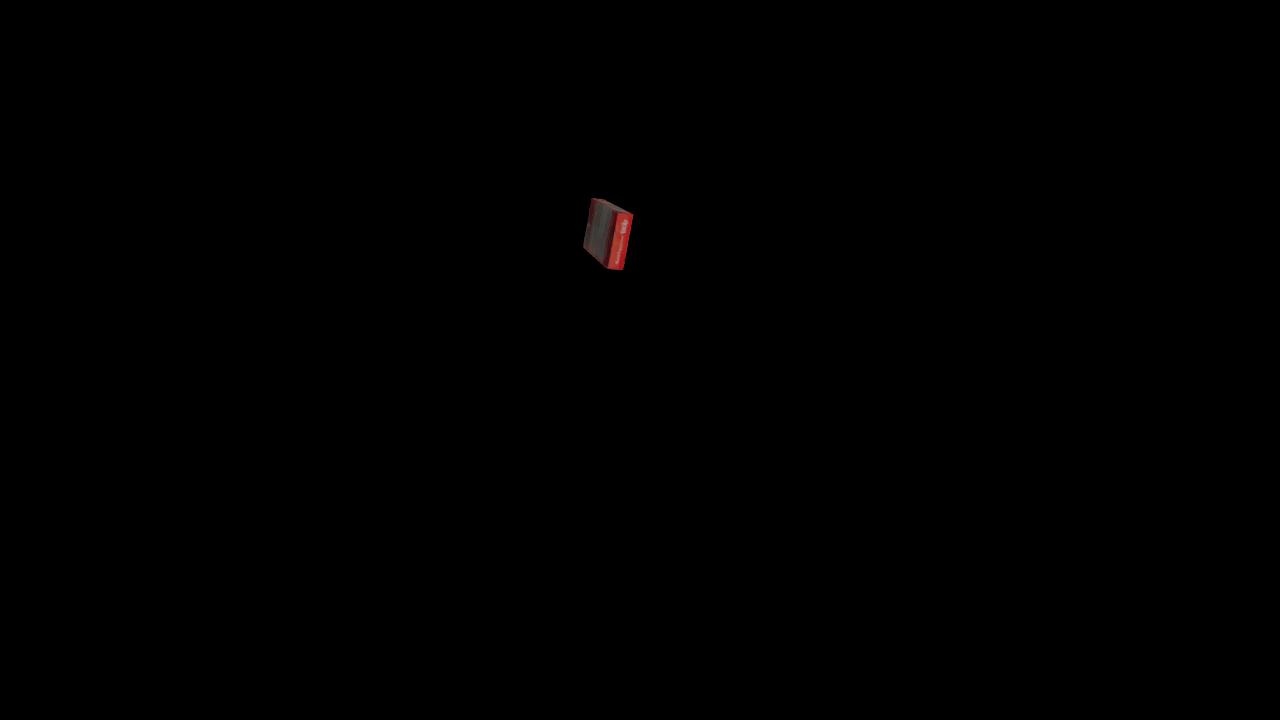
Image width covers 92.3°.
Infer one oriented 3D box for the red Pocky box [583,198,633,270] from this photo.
[{"bbox_3d":[-0.050,-0.191,0.922,0.028,0.083,0.155,6,19,-21],"label":"red Pocky box"}]
